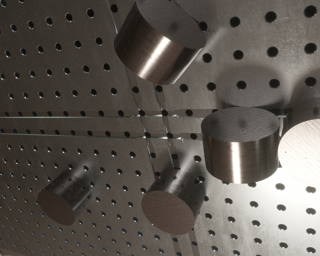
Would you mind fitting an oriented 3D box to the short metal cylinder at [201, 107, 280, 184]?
[{"bbox_3d":[0.088,0.016,0.339,0.080,0.080,0.050,4,120,26],"label":"short metal cylinder"}]

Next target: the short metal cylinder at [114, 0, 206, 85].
[{"bbox_3d":[0.000,-0.091,0.319,0.080,0.080,0.050,40,129,0],"label":"short metal cylinder"}]

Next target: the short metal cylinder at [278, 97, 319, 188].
[{"bbox_3d":[0.166,0.015,0.316,0.080,0.050,0.079,13,124,20],"label":"short metal cylinder"}]

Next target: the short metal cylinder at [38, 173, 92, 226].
[{"bbox_3d":[-0.172,0.129,0.563,0.080,0.050,0.079,13,124,20],"label":"short metal cylinder"}]

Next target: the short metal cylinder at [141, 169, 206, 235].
[{"bbox_3d":[0.020,0.107,0.449,0.080,0.050,0.079,13,124,20],"label":"short metal cylinder"}]
